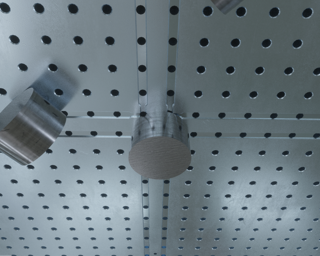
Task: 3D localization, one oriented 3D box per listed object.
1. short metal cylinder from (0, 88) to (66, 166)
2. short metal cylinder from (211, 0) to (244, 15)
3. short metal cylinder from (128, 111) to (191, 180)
[{"bbox_3d":[-0.161,-0.002,0.372,0.080,0.080,0.050,-29,124,22],"label":"short metal cylinder"},{"bbox_3d":[0.051,-0.143,0.255,0.050,0.080,0.080,-35,122,26],"label":"short metal cylinder"},{"bbox_3d":[0.000,0.024,0.416,0.081,0.050,0.079,0,130,0],"label":"short metal cylinder"}]
